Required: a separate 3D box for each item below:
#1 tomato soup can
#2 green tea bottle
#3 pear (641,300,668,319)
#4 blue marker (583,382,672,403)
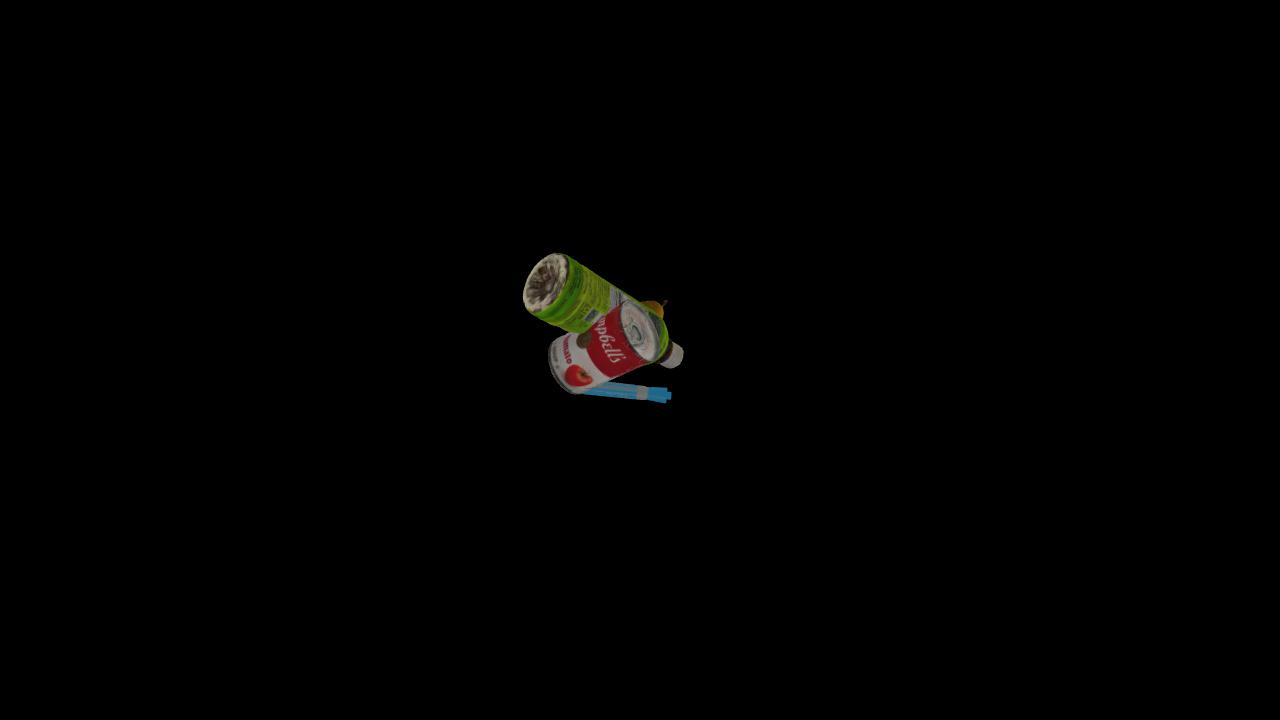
[{"bbox_3d":[-0.039,-0.011,0.645,0.101,0.068,0.068,-25,-12,28],"label":"tomato soup can"},{"bbox_3d":[-0.027,-0.039,0.672,0.073,0.073,0.212,0,-22,45],"label":"green tea bottle"},{"bbox_3d":[-0.001,-0.043,0.744,0.111,0.080,0.080,-36,12,-17],"label":"pear"},{"bbox_3d":[-0.023,0.036,0.727,0.121,0.020,0.020,6,-1,-5],"label":"blue marker"}]
